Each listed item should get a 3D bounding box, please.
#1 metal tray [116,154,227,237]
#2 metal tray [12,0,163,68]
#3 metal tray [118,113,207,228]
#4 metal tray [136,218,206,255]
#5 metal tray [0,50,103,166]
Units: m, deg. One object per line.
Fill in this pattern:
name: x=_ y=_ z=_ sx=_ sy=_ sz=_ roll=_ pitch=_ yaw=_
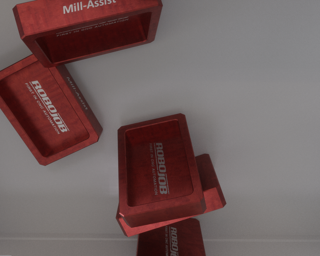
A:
metal tray: x=0.013 y=0.085 z=0.407 sx=0.130 sy=0.090 sz=0.030 roll=-19 pitch=110 yaw=7
metal tray: x=-0.068 y=-0.105 z=0.320 sx=0.131 sy=0.090 sz=0.030 roll=-16 pitch=85 yaw=-9
metal tray: x=-0.002 y=0.045 z=0.372 sx=0.090 sy=0.130 sz=0.030 roll=-12 pitch=137 yaw=4
metal tray: x=0.013 y=0.170 z=0.418 sx=0.091 sy=0.130 sz=0.030 roll=7 pitch=110 yaw=-3
metal tray: x=-0.145 y=-0.025 z=0.397 sx=0.090 sy=0.030 sz=0.130 roll=-25 pitch=108 yaw=8
